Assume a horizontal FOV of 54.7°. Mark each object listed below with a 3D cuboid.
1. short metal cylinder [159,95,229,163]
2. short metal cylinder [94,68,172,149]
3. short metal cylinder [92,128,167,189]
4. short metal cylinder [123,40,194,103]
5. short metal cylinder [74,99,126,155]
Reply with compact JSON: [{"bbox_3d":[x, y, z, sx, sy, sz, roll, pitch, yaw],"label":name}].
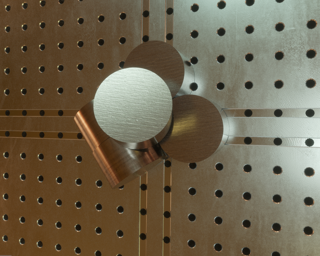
[{"bbox_3d":[0.042,0.001,0.383,0.080,0.050,0.079,0,90,19],"label":"short metal cylinder"},{"bbox_3d":[-0.027,-0.019,0.339,0.081,0.050,0.080,0,78,2],"label":"short metal cylinder"},{"bbox_3d":[-0.038,0.036,0.395,0.080,0.080,0.050,-35,79,16],"label":"short metal cylinder"},{"bbox_3d":[-0.001,-0.066,0.398,0.080,0.050,0.079,0,90,19],"label":"short metal cylinder"},{"bbox_3d":[-0.063,-0.007,0.405,0.080,0.080,0.050,-35,79,16],"label":"short metal cylinder"}]
